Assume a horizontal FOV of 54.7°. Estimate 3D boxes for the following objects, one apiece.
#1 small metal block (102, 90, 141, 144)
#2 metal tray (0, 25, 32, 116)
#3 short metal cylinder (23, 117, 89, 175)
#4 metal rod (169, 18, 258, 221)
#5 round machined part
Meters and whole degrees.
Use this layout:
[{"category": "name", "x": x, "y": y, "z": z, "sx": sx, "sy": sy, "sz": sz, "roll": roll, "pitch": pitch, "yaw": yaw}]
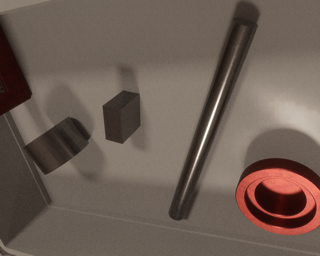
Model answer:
[{"category": "small metal block", "x": -0.049, "y": -0.015, "z": 0.407, "sx": 0.025, "sy": 0.050, "sz": 0.050, "roll": 14, "pitch": 124, "yaw": 20}, {"category": "metal tray", "x": -0.249, "y": -0.084, "z": 0.441, "sx": 0.030, "sy": 0.090, "sz": 0.129, "roll": -3, "pitch": 117, "yaw": 25}, {"category": "short metal cylinder", "x": -0.156, "y": 0.026, "z": 0.469, "sx": 0.080, "sy": 0.080, "sz": 0.050, "roll": -25, "pitch": 105, "yaw": 36}, {"category": "metal rod", "x": 0.054, "y": 0.015, "z": 0.388, "sx": 0.025, "sy": 0.025, "sz": 0.298, "roll": 24, "pitch": 127, "yaw": 13}, {"category": "round machined part", "x": 0.144, "y": 0.076, "z": 0.369, "sx": 0.098, "sy": 0.042, "sz": 0.097, "roll": 13, "pitch": 124, "yaw": 20}]
